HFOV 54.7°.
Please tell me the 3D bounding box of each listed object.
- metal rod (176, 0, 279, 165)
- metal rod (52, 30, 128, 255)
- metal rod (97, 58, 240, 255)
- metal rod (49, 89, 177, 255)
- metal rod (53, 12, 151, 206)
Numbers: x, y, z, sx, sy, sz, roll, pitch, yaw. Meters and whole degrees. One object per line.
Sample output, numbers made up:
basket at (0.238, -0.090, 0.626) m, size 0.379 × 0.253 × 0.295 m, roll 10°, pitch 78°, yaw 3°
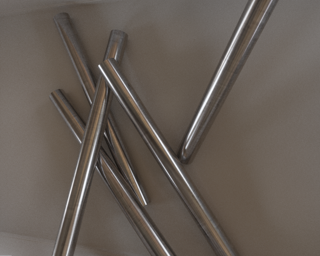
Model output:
metal rod at (0.078, -0.075, 0.317) m, size 0.025 × 0.025 × 0.298 m, roll 34°, pitch 126°, yaw 16°
metal rod at (-0.087, 0.013, 0.401) m, size 0.025 × 0.025 × 0.299 m, roll 8°, pitch 78°, yaw 19°
metal rod at (0.012, 0.044, 0.386) m, size 0.025 × 0.025 × 0.299 m, roll -33°, pitch 87°, yaw 17°
metal rod at (-0.067, 0.060, 0.411) m, size 0.025 × 0.025 × 0.300 m, roll -44°, pitch 69°, yaw 14°
metal rod at (-0.085, -0.030, 0.439) m, size 0.025 × 0.025 × 0.299 m, roll -27°, pitch 81°, yaw 17°
